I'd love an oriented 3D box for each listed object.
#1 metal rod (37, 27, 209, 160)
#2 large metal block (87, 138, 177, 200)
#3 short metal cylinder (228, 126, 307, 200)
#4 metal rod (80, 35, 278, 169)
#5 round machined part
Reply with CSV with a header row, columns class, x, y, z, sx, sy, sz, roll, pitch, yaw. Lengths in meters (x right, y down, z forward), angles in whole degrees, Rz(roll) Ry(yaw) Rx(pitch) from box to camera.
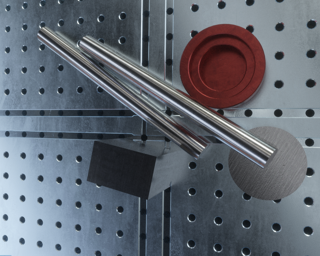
class,x,y,z,sx,sy,sz,roll,pitch,yaw
metal rod,-0.061,-0.056,0.432,0.300,0.025,0.025,37,102,15
large metal block,-0.032,0.047,0.394,0.080,0.080,0.050,13,95,19
short metal cylinder,0.123,0.038,0.356,0.080,0.050,0.079,0,90,19
metal rod,0.002,-0.046,0.380,0.300,0.025,0.025,35,101,27
round machined part,0.077,-0.071,0.376,0.098,0.042,0.097,0,90,19
